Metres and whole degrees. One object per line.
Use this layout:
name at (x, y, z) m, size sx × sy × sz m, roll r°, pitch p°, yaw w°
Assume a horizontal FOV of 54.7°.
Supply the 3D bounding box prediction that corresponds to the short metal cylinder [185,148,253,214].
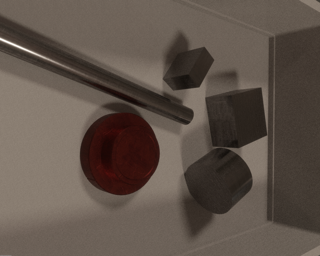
short metal cylinder at (0.083, 0.075, 0.444) m, size 0.050 × 0.080 × 0.080 m, roll -29°, pitch 108°, yaw -37°

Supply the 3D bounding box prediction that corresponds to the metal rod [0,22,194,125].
metal rod at (-0.072, -0.057, 0.347) m, size 0.302 × 0.025 × 0.025 m, roll 20°, pitch 77°, yaw -39°

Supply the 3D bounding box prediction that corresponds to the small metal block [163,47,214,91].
small metal block at (0.039, -0.080, 0.425) m, size 0.025 × 0.050 × 0.050 m, roll 45°, pitch 63°, yaw -32°

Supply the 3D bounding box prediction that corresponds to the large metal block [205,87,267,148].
large metal block at (0.124, -0.018, 0.497) m, size 0.081 × 0.050 × 0.079 m, roll -17°, pitch 101°, yaw -39°

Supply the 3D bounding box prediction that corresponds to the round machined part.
round machined part at (-0.039, 0.031, 0.365) m, size 0.099 × 0.042 × 0.097 m, roll 0°, pitch 90°, yaw -40°
